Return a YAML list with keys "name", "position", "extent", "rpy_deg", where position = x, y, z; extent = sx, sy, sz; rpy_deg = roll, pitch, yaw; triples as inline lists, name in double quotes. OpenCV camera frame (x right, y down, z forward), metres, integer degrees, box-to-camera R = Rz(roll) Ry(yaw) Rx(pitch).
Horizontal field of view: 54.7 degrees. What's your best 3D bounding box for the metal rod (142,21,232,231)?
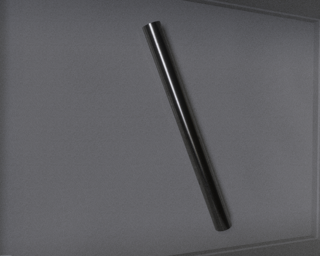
- name: "metal rod"
  position: [0.040, 0.003, 0.426]
  extent: [0.025, 0.025, 0.298]
  rpy_deg: [-23, 98, -19]
